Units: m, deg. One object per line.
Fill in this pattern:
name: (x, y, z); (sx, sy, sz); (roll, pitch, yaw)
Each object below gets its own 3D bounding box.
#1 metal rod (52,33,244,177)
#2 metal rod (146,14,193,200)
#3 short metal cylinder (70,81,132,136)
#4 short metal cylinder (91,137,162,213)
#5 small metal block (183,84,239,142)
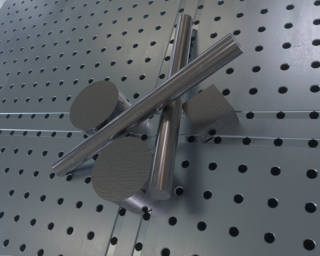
metal rod: (-0.033, -0.014, 0.382); (0.299, 0.025, 0.025); (-33, 50, 27)
metal rod: (0.019, -0.051, 0.403); (0.025, 0.025, 0.300); (-9, 50, 23)
short metal cylinder: (-0.082, -0.022, 0.448); (0.080, 0.050, 0.080); (-13, 56, 21)
short metal cylinder: (-0.035, 0.057, 0.375); (0.080, 0.050, 0.080); (-13, 56, 21)
small metal block: (0.061, -0.020, 0.388); (0.050, 0.025, 0.050); (-33, 52, 6)
